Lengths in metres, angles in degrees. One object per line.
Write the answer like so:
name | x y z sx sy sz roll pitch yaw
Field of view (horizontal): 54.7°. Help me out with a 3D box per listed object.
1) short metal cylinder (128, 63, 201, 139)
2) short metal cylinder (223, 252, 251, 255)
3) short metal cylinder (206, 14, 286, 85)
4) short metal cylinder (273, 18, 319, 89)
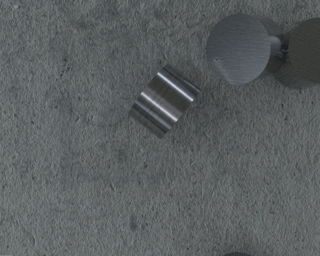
short metal cylinder | 0.006 -0.032 0.382 0.050 0.080 0.080 39 90 0
short metal cylinder | 0.105 0.210 0.398 0.081 0.050 0.080 0 90 0
short metal cylinder | 0.104 -0.096 0.378 0.080 0.050 0.079 13 112 36
short metal cylinder | 0.190 -0.092 0.395 0.081 0.050 0.080 0 89 -6
